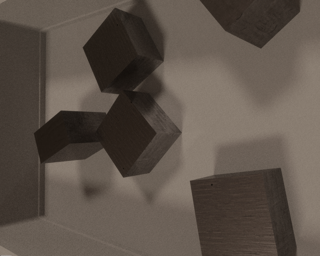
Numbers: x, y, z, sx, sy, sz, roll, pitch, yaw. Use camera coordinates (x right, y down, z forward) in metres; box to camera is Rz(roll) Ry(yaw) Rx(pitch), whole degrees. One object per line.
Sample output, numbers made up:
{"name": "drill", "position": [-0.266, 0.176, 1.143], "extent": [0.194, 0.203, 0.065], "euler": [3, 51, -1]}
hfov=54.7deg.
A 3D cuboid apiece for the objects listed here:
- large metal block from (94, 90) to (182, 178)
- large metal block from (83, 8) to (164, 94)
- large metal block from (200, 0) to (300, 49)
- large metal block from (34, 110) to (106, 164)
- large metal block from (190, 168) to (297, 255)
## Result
{"name": "large metal block", "position": [-0.031, 0.007, 0.414], "extent": [0.080, 0.050, 0.080], "euler": [51, 120, 27]}
{"name": "large metal block", "position": [-0.053, -0.103, 0.432], "extent": [0.080, 0.050, 0.080], "euler": [-38, 67, 33]}
{"name": "large metal block", "position": [0.079, -0.132, 0.305], "extent": [0.050, 0.081, 0.080], "euler": [-45, 63, 30]}
{"name": "large metal block", "position": [-0.132, 0.014, 0.477], "extent": [0.080, 0.081, 0.050], "euler": [-30, 72, 36]}
{"name": "large metal block", "position": [0.084, 0.088, 0.320], "extent": [0.080, 0.050, 0.080], "euler": [-14, 81, 39]}
